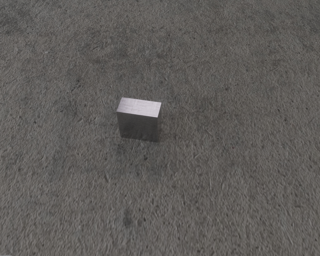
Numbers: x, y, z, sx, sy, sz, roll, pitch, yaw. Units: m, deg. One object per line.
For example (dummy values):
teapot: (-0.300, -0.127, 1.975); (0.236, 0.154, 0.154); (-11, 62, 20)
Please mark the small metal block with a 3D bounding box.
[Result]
small metal block: (-0.025, -0.010, 0.395); (0.050, 0.050, 0.025); (8, 51, 7)
